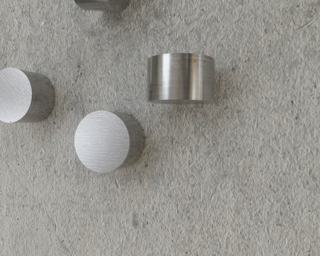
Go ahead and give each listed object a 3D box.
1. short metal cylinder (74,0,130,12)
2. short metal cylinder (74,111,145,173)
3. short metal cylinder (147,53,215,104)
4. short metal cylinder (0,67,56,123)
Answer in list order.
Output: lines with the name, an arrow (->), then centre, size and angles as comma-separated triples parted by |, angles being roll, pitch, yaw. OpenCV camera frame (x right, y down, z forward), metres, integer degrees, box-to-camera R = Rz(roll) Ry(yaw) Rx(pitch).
short metal cylinder -> -0.076, -0.196, 0.407 | 0.050, 0.080, 0.079 | 9, 93, 20
short metal cylinder -> -0.067, 0.017, 0.419 | 0.080, 0.050, 0.080 | 0, 90, 20
short metal cylinder -> 0.025, -0.056, 0.371 | 0.080, 0.080, 0.050 | 1, 91, 20
short metal cylinder -> -0.208, -0.048, 0.469 | 0.080, 0.050, 0.080 | 0, 90, 20
